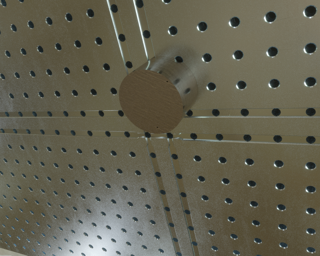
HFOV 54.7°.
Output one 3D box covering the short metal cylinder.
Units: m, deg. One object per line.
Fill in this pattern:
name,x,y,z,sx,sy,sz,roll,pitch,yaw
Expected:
short metal cylinder,-0.001,-0.040,0.370,0.080,0.050,0.079,13,124,20
